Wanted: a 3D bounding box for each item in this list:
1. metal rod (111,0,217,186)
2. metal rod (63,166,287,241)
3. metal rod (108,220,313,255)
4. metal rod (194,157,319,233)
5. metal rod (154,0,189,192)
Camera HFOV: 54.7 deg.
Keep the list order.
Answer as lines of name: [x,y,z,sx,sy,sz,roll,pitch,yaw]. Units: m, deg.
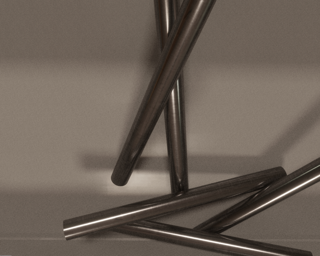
metal rod: [-0.007,-0.026,0.339,0.025,0.025,0.298,20,133,-8]
metal rod: [0.028,0.097,0.412,0.302,0.025,0.025,-12,110,-10]
metal rod: [0.057,0.159,0.442,0.302,0.025,0.025,9,110,7]
metal rod: [0.163,0.079,0.406,0.025,0.025,0.299,43,118,-15]
metal rod: [0.018,-0.012,0.370,0.025,0.025,0.298,-5,124,1]
